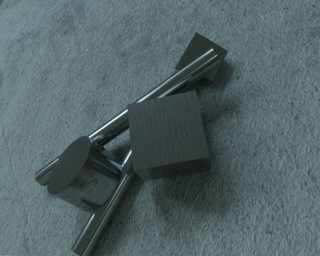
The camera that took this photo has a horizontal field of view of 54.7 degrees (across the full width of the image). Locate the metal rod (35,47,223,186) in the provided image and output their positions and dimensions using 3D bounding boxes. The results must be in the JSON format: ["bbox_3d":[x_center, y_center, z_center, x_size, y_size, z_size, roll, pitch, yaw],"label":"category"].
[{"bbox_3d":[-0.051,-0.008,0.414,0.300,0.025,0.025,-34,51,14],"label":"metal rod"}]

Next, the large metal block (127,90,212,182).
[{"bbox_3d":[0.011,0.011,0.358,0.080,0.050,0.080,-11,65,7],"label":"large metal block"}]

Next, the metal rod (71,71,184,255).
[{"bbox_3d":[-0.022,0.022,0.403,0.025,0.025,0.300,19,71,35],"label":"metal rod"}]

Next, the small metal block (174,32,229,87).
[{"bbox_3d":[0.055,-0.091,0.416,0.050,0.025,0.050,30,74,-3],"label":"small metal block"}]

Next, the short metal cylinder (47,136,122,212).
[{"bbox_3d":[-0.094,0.057,0.387,0.080,0.050,0.080,-33,35,27],"label":"short metal cylinder"}]
